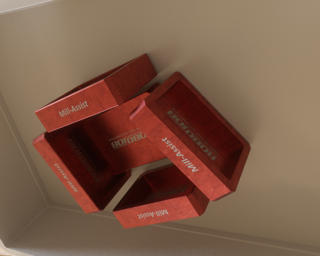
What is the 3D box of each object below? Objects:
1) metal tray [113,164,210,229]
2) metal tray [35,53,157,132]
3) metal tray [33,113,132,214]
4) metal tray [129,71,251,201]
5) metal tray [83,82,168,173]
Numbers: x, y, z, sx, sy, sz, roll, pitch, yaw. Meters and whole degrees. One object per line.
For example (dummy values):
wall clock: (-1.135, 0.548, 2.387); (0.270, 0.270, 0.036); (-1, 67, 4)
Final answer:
metal tray: (0.010, 0.083, 0.409); (0.130, 0.090, 0.030); (-22, 107, 36)
metal tray: (-0.078, -0.042, 0.377); (0.130, 0.090, 0.030); (-17, 110, 34)
metal tray: (-0.106, 0.045, 0.445); (0.030, 0.090, 0.130); (-23, 106, 36)
metal tray: (0.039, 0.006, 0.347); (0.130, 0.090, 0.030); (45, 130, -4)
metal tray: (-0.033, 0.004, 0.420); (0.130, 0.030, 0.090); (-21, 107, 35)
